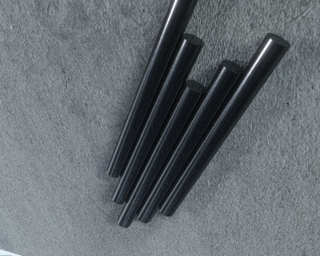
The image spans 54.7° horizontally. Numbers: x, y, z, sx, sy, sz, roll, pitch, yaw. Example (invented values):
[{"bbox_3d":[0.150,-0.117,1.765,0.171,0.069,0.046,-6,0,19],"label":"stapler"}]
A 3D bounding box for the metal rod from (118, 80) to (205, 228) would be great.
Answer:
[{"bbox_3d":[-0.010,0.057,0.448,0.025,0.025,0.298,32,128,7],"label":"metal rod"}]

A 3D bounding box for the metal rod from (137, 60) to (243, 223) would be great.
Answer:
[{"bbox_3d":[0.025,0.040,0.418,0.025,0.025,0.298,32,129,7],"label":"metal rod"}]

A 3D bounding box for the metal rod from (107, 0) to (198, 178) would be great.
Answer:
[{"bbox_3d":[-0.020,-0.037,0.395,0.025,0.025,0.298,32,129,7],"label":"metal rod"}]

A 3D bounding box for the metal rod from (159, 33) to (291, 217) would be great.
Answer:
[{"bbox_3d":[0.062,0.021,0.387,0.025,0.025,0.298,32,129,7],"label":"metal rod"}]

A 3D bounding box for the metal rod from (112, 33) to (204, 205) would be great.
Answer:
[{"bbox_3d":[-0.016,0.011,0.422,0.025,0.025,0.298,32,128,7],"label":"metal rod"}]
